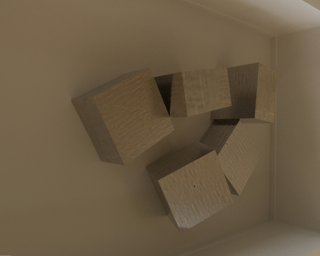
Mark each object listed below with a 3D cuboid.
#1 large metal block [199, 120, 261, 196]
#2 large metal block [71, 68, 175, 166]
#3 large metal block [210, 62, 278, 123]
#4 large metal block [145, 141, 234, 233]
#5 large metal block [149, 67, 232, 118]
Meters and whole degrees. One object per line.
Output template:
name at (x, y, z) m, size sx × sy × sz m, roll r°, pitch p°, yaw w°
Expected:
large metal block at (0.102, 0.044, 0.475) m, size 0.080 × 0.050 × 0.080 m, roll -52°, pitch 121°, yaw -27°
large metal block at (-0.040, -0.014, 0.356) m, size 0.081 × 0.050 × 0.080 m, roll -35°, pitch 112°, yaw -34°
large metal block at (0.128, -0.050, 0.478) m, size 0.050 × 0.080 × 0.080 m, roll 10°, pitch 84°, yaw -40°
large metal block at (0.039, 0.074, 0.406) m, size 0.080 × 0.050 × 0.080 m, roll -27°, pitch 108°, yaw -13°
large metal block at (0.032, -0.045, 0.397) m, size 0.081 × 0.080 × 0.050 m, roll -15°, pitch 100°, yaw -39°
